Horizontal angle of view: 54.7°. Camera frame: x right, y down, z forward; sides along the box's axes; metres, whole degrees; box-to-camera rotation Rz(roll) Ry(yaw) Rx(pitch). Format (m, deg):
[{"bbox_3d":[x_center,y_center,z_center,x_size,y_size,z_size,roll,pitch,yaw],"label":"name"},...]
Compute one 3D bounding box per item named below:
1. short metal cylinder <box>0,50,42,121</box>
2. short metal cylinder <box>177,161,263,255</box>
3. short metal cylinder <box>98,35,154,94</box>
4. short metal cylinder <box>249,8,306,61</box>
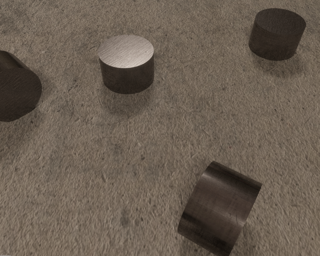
[{"bbox_3d":[-0.208,-0.056,0.412,0.080,0.080,0.050,-37,59,-27],"label":"short metal cylinder"},{"bbox_3d":[0.059,0.079,0.302,0.050,0.080,0.080,25,54,19],"label":"short metal cylinder"},{"bbox_3d":[-0.049,-0.097,0.468,0.081,0.050,0.080,0,50,0],"label":"short metal cylinder"},{"bbox_3d":[0.196,-0.159,0.523,0.081,0.050,0.080,0,50,0],"label":"short metal cylinder"}]
